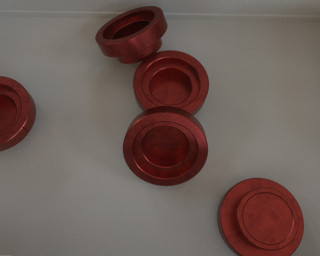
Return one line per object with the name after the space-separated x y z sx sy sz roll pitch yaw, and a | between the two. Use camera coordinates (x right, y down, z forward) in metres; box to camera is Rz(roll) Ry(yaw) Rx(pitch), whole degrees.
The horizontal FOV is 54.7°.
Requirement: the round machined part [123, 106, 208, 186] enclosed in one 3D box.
0.007 0.018 0.376 0.099 0.042 0.097 1 115 2 | round machined part

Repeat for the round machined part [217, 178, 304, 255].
0.120 0.107 0.363 0.099 0.042 0.098 0 70 -1 | round machined part

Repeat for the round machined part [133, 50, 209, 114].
0.014 -0.052 0.420 0.099 0.042 0.098 0 70 -1 | round machined part

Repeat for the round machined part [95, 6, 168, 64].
-0.036 -0.126 0.431 0.098 0.042 0.098 -14 40 13 | round machined part

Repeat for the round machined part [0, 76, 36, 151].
-0.211 -0.015 0.403 0.099 0.042 0.098 0 70 -1 | round machined part
